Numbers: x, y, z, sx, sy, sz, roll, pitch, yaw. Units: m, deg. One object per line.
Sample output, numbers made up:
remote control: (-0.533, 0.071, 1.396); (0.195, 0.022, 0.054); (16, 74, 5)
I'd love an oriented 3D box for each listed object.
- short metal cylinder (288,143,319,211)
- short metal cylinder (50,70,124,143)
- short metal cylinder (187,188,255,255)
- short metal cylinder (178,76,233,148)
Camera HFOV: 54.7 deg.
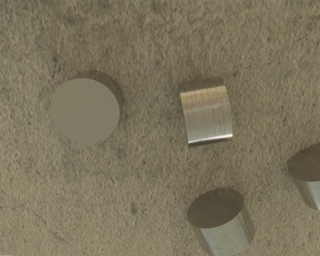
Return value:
short metal cylinder: (0.218, 0.062, 0.407); (0.080, 0.080, 0.050); (-28, 108, 9)
short metal cylinder: (-0.088, -0.028, 0.385); (0.081, 0.050, 0.079); (0, 110, -1)
short metal cylinder: (0.084, 0.129, 0.429); (0.080, 0.080, 0.050); (-22, 109, 7)
short metal cylinder: (0.053, -0.019, 0.374); (0.050, 0.080, 0.079); (-10, 110, 3)
